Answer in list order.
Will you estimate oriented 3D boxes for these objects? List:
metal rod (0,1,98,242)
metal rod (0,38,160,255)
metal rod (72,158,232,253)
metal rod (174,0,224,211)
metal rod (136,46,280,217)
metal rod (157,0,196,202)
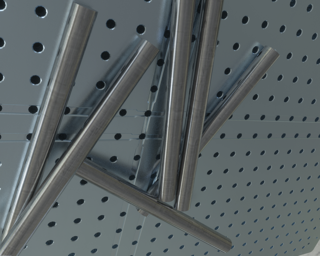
[{"bbox_3d":[-0.130,0.012,0.346,0.025,0.025,0.298,12,112,-33],"label":"metal rod"},{"bbox_3d":[-0.096,0.029,0.356,0.025,0.025,0.299,32,94,-38],"label":"metal rod"},{"bbox_3d":[0.002,0.120,0.450,0.301,0.025,0.025,36,98,-28],"label":"metal rod"},{"bbox_3d":[0.047,-0.022,0.402,0.025,0.025,0.298,-5,115,-26],"label":"metal rod"},{"bbox_3d":[0.064,0.010,0.451,0.025,0.025,0.299,31,101,-38],"label":"metal rod"},{"bbox_3d":[0.019,-0.037,0.382,0.025,0.025,0.298,-8,117,-24],"label":"metal rod"}]
